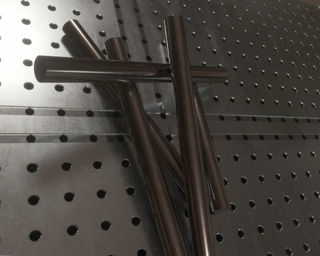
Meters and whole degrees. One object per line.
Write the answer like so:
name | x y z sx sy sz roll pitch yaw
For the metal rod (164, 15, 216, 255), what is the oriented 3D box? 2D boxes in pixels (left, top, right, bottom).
metal rod | 0.034 0.008 0.370 0.025 0.025 0.298 -1 79 -29

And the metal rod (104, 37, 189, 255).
metal rod | -0.016 0.027 0.363 0.025 0.025 0.299 -8 72 -32

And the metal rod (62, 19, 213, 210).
metal rod | -0.034 -0.023 0.404 0.025 0.025 0.299 -30 79 -38

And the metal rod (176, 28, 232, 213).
metal rod | 0.051 -0.028 0.454 0.025 0.025 0.299 3 60 -27

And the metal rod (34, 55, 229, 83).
metal rod | -0.005 -0.069 0.391 0.302 0.025 0.025 -8 66 -45
